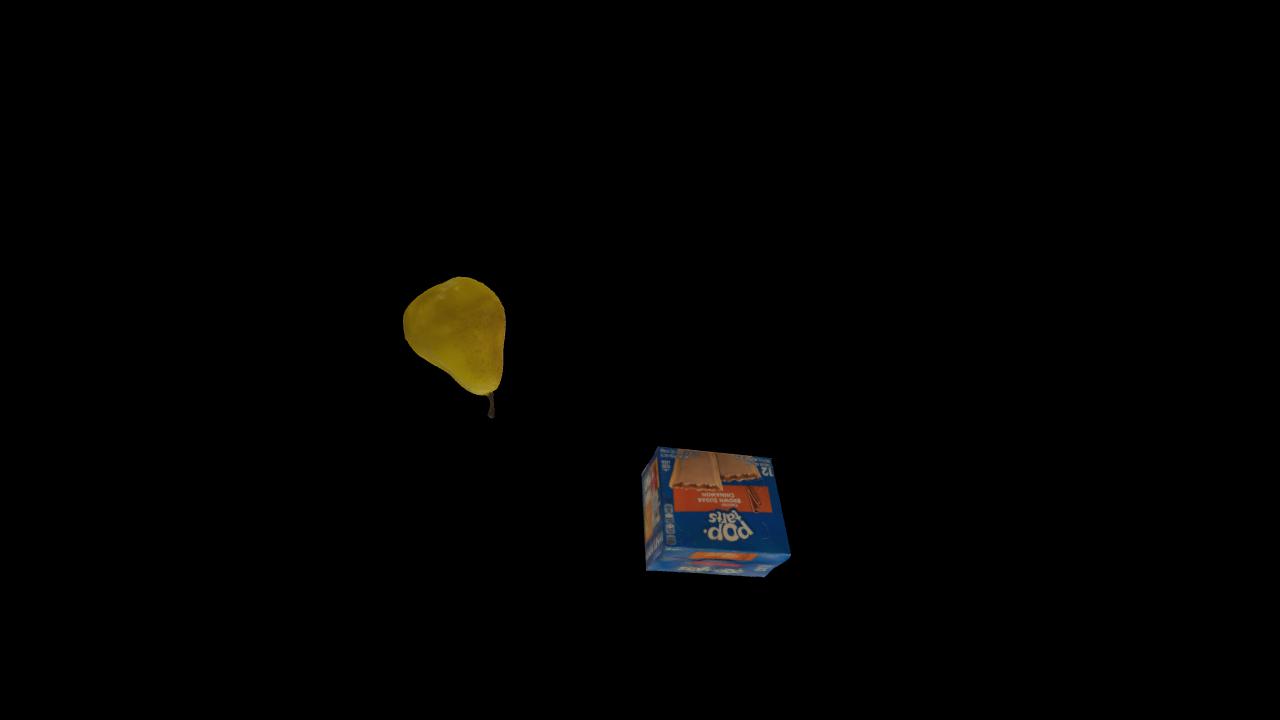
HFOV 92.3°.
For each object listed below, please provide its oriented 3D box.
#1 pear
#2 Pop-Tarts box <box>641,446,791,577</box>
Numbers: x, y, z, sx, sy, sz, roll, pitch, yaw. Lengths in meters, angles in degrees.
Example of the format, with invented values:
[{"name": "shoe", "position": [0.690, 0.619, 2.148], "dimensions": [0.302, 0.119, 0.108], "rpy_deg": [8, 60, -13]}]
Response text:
[{"name": "pear", "position": [-0.134, -0.010, 0.495], "dimensions": [0.080, 0.111, 0.080], "rpy_deg": [-33, 8, 5]}, {"name": "Pop-Tarts box", "position": [0.095, 0.201, 0.812], "dimensions": [0.167, 0.141, 0.083], "rpy_deg": [8, -40, -13]}]
